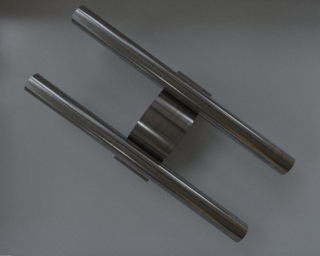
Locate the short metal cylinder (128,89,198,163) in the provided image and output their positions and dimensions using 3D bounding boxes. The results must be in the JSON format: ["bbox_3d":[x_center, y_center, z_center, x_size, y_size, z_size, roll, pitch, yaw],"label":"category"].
[{"bbox_3d":[0.003,-0.003,0.382,0.050,0.080,0.080,37,90,-1],"label":"short metal cylinder"}]

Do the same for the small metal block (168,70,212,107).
[{"bbox_3d":[0.035,-0.045,0.397,0.050,0.050,0.025,37,90,-1],"label":"small metal block"}]

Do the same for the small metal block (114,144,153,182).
[{"bbox_3d":[-0.028,0.040,0.397,0.050,0.050,0.025,37,90,-1],"label":"small metal block"}]

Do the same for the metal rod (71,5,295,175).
[{"bbox_3d":[0.027,-0.043,0.360,0.301,0.025,0.025,36,90,-1],"label":"metal rod"}]

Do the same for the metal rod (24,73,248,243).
[{"bbox_3d":[-0.027,0.035,0.361,0.301,0.025,0.025,36,90,0],"label":"metal rod"}]
